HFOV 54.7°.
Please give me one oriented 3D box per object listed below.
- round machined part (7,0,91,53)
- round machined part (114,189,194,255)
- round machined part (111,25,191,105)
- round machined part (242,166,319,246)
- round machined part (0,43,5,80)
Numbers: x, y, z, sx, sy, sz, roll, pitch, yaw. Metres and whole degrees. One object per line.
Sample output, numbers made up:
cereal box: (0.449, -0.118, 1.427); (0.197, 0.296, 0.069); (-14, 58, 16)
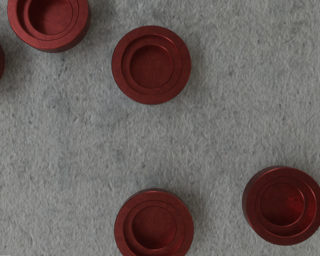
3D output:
round machined part: (-0.138, -0.145, 0.400); (0.099, 0.042, 0.097); (0, 90, -1)
round machined part: (-0.007, 0.126, 0.402); (0.099, 0.042, 0.097); (0, 90, -1)
round machined part: (-0.011, -0.078, 0.401); (0.099, 0.042, 0.097); (0, 90, -1)
round machined part: (0.155, 0.097, 0.404); (0.099, 0.042, 0.097); (0, 90, -1)
round machined part: (-0.248, -0.085, 0.398); (0.099, 0.042, 0.097); (0, 90, -1)
